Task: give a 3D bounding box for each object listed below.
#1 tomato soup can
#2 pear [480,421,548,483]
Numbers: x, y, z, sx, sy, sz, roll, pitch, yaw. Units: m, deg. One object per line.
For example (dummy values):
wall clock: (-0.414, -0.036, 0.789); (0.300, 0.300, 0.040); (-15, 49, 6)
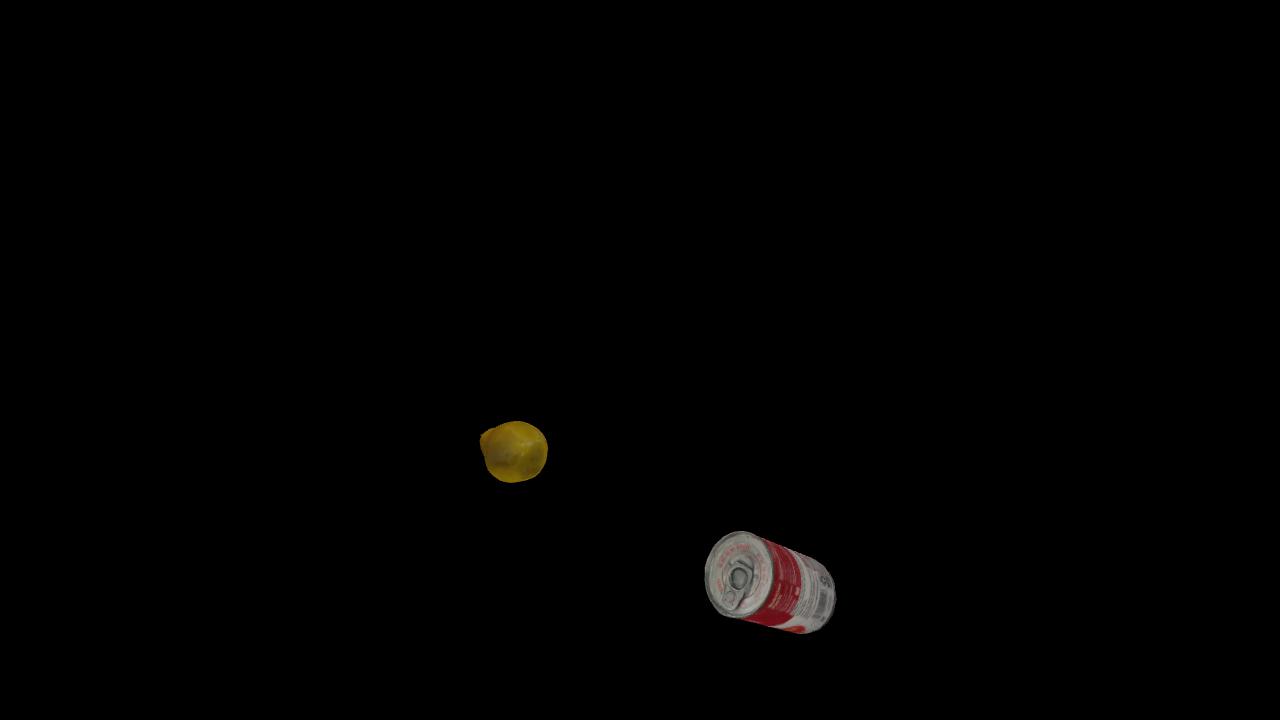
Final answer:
tomato soup can: (0.112, 0.189, 0.519); (0.101, 0.068, 0.068); (30, -19, -37)
pear: (-0.171, 0.105, 0.764); (0.111, 0.080, 0.080); (17, 9, 30)
